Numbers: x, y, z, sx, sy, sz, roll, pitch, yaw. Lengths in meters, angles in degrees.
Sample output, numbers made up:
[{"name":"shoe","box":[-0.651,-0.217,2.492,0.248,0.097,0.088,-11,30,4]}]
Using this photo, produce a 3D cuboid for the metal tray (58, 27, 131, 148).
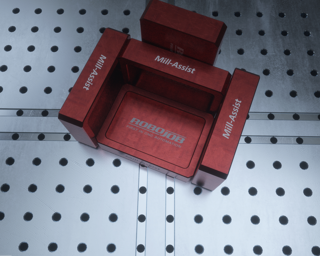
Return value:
[{"name":"metal tray","box":[-0.074,-0.048,0.394,0.030,0.090,0.130,21,71,7]}]

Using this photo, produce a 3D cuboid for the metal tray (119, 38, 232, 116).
[{"name":"metal tray","box":[0.017,-0.058,0.398,0.130,0.090,0.030,21,72,7]}]

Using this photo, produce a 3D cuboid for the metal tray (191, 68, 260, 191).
[{"name":"metal tray","box":[0.078,0.005,0.375,0.030,0.090,0.130,21,71,7]}]

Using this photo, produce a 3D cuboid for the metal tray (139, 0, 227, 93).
[{"name":"metal tray","box":[0.025,-0.093,0.389,0.090,0.130,0.030,21,72,7]}]

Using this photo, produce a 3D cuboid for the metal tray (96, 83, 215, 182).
[{"name":"metal tray","box":[-0.005,0.005,0.407,0.130,0.030,0.090,21,71,7]}]
